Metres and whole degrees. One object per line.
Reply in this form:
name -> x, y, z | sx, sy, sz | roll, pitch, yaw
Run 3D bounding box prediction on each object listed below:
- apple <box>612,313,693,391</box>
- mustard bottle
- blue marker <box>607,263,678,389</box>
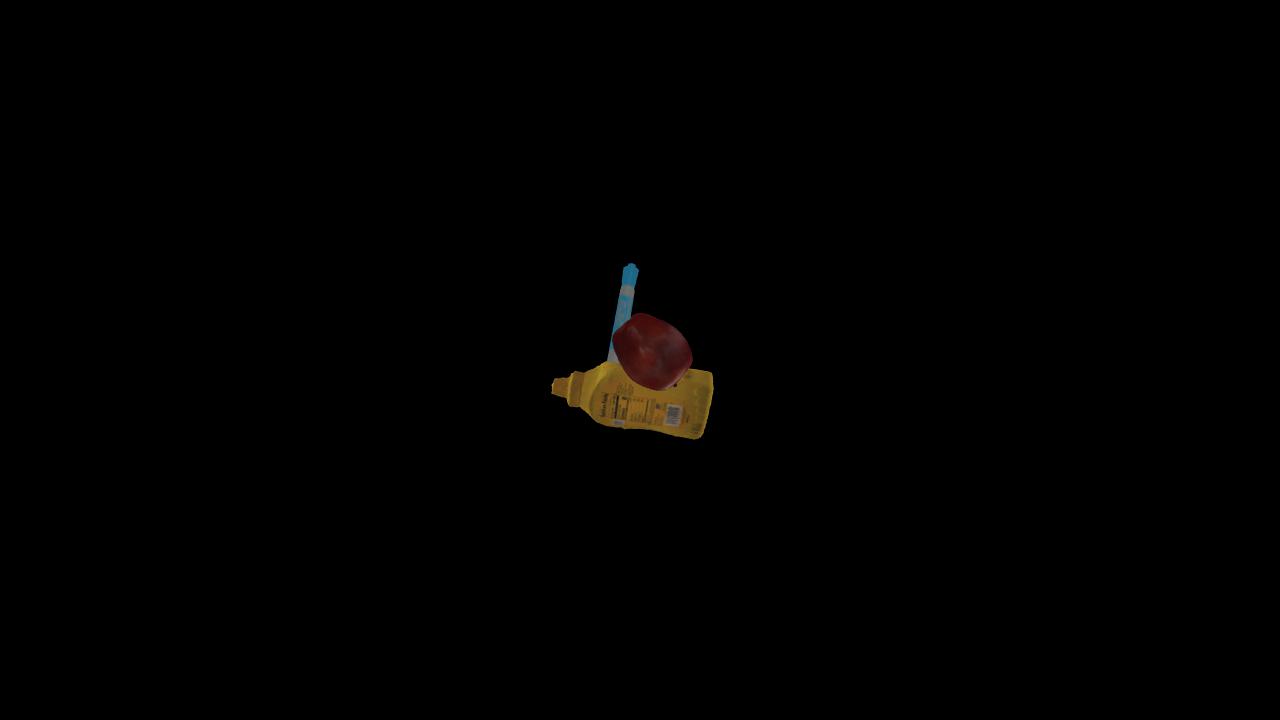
apple -> 0.014, -0.007, 0.685 | 0.079, 0.093, 0.079 | -40, 2, 2
mustard bottle -> -0.012, 0.042, 0.717 | 0.184, 0.092, 0.054 | 7, 44, -2
blue marker -> -0.019, -0.054, 0.712 | 0.020, 0.121, 0.020 | 9, -11, 2
